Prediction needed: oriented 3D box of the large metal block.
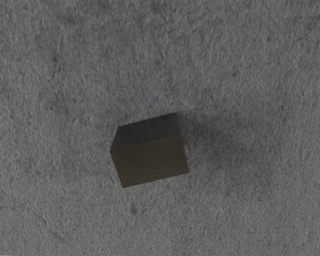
[{"bbox_3d":[-0.011,0.025,0.390,0.080,0.080,0.050,-14,110,5],"label":"large metal block"}]
